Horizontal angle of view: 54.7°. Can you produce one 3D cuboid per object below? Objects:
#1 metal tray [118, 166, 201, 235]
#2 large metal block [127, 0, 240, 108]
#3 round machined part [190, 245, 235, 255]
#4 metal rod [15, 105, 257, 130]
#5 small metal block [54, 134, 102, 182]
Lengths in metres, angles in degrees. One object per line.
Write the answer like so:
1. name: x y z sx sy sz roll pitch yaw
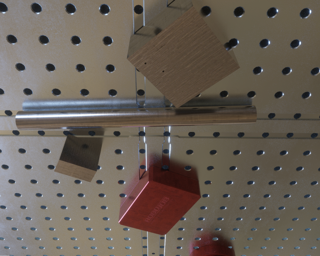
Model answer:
1. metal tray: -0.003 0.125 0.515 0.091 0.030 0.129 21 127 -17
2. large metal block: 0.024 -0.081 0.327 0.080 0.050 0.080 -33 123 24
3. round machined part: 0.112 0.290 0.649 0.099 0.042 0.097 -1 130 0
4. metal rod: -0.030 -0.013 0.399 0.302 0.025 0.025 -1 130 0
5. small metal block: -0.112 0.041 0.429 0.050 0.050 0.025 21 127 -18
